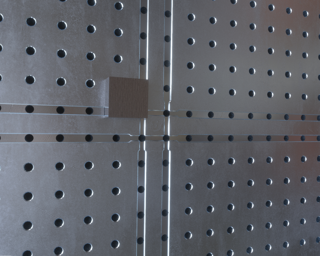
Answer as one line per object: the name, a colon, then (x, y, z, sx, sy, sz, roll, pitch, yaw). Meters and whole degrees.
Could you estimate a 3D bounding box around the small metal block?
small metal block: (-0.043, -0.038, 0.398, 0.050, 0.025, 0.050, 1, 90, -21)
